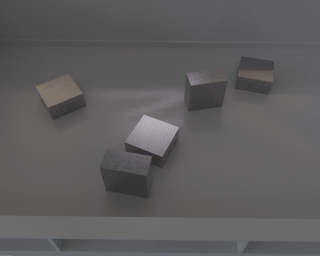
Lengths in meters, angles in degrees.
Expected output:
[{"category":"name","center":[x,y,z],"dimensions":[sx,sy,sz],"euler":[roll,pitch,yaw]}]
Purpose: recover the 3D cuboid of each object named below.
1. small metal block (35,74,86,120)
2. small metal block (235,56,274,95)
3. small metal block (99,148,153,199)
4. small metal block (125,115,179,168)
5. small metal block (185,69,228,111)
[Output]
[{"category":"small metal block","center":[-0.141,-0.045,0.442],"dimensions":[0.050,0.025,0.050],"euler":[-27,55,-21]},{"category":"small metal block","center":[0.145,-0.081,0.474],"dimensions":[0.050,0.025,0.050],"euler":[12,51,9]},{"category":"small metal block","center":[-0.036,0.051,0.345],"dimensions":[0.050,0.050,0.025],"euler":[9,51,7]},{"category":"small metal block","center":[-0.009,0.016,0.391],"dimensions":[0.050,0.025,0.050],"euler":[20,53,16]},{"category":"small metal block","center":[0.063,-0.053,0.433],"dimensions":[0.050,0.050,0.025],"euler":[-9,51,-7]}]
